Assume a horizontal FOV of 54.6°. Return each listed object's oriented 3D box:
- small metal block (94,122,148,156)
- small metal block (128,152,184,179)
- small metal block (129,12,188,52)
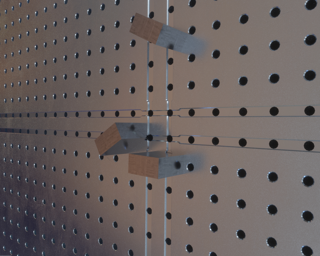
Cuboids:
[{"bbox_3d":[-0.055,0.016,0.440,0.050,0.050,0.025,-37,67,34],"label":"small metal block"},{"bbox_3d":[-0.005,0.046,0.398,0.050,0.050,0.025,4,93,40],"label":"small metal block"},{"bbox_3d":[-0.001,-0.121,0.395,0.050,0.050,0.025,35,112,34],"label":"small metal block"}]
